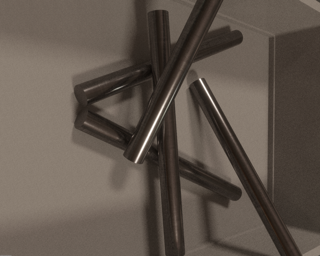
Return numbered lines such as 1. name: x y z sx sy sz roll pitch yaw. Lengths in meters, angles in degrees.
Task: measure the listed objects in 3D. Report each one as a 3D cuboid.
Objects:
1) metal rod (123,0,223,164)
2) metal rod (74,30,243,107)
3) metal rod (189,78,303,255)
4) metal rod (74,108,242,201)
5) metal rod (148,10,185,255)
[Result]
1. metal rod: 0.034 -0.097 0.332 0.025 0.025 0.298 19 102 -39
2. metal rod: 0.021 -0.093 0.425 0.302 0.025 0.025 -29 108 -37
3. metal rod: 0.121 0.064 0.429 0.025 0.025 0.299 -18 76 -39
4. metal rod: 0.020 0.049 0.425 0.301 0.025 0.025 30 72 -36
5. metal rod: 0.009 0.010 0.381 0.025 0.025 0.298 -7 95 -40
